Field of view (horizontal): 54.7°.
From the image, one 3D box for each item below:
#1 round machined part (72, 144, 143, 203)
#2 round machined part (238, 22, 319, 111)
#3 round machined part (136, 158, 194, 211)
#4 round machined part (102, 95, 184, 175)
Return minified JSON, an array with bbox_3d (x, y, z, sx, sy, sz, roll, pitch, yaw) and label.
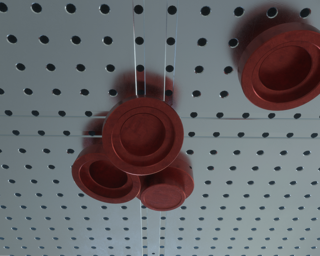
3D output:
[{"bbox_3d":[-0.071,0.060,0.443,0.099,0.042,0.097,6,127,8],"label":"round machined part"},{"bbox_3d":[0.136,-0.070,0.343,0.099,0.042,0.097,-1,130,0],"label":"round machined part"},{"bbox_3d":[0.004,0.092,0.479,0.099,0.042,0.097,-1,131,0],"label":"round machined part"},{"bbox_3d":[-0.023,0.006,0.389,0.099,0.042,0.097,-3,106,-11],"label":"round machined part"}]
